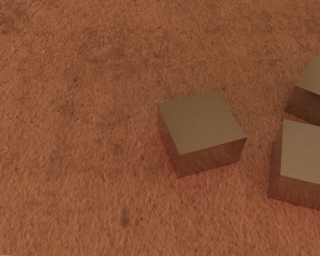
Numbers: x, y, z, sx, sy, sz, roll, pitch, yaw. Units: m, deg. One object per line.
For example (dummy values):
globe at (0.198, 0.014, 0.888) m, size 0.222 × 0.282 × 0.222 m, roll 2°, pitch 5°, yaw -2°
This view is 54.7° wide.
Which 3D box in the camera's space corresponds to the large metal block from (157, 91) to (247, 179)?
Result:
large metal block at (0.047, 0.006, 0.382) m, size 0.081 × 0.050 × 0.080 m, roll -14°, pitch 52°, yaw -12°

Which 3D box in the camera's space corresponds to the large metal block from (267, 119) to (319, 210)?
large metal block at (0.173, 0.043, 0.353) m, size 0.080 × 0.050 × 0.080 m, roll 13°, pitch 51°, yaw 10°

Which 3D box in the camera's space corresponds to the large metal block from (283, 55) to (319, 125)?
large metal block at (0.233, -0.047, 0.429) m, size 0.080 × 0.050 × 0.080 m, roll 29°, pitch 56°, yaw 22°
